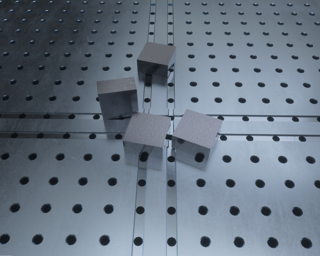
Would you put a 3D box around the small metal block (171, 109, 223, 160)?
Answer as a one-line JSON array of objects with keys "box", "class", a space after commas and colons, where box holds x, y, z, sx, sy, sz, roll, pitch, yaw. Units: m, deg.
[{"box": [0.048, 0.008, 0.402, 0.050, 0.025, 0.050, 19, 53, 15], "class": "small metal block"}]

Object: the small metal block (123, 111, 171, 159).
[{"box": [-0.016, 0.009, 0.401, 0.050, 0.025, 0.050, 10, 51, 8], "class": "small metal block"}]

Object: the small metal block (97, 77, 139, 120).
[{"box": [-0.057, -0.040, 0.425, 0.050, 0.050, 0.025, -9, 51, -7], "class": "small metal block"}]

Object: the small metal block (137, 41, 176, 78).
[{"box": [-0.005, -0.111, 0.501, 0.050, 0.025, 0.050, 13, 51, 10], "class": "small metal block"}]
